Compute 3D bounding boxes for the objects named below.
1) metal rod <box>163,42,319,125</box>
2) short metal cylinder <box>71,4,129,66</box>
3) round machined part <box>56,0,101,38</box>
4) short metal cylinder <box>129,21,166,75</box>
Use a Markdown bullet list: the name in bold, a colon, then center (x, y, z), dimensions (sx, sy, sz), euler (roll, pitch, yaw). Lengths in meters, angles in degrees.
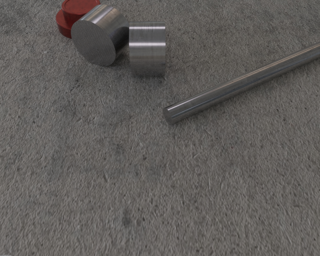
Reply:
- **metal rod**: center (0.140, -0.074, 0.466), dimensions (0.302, 0.025, 0.025), euler (-24, 54, -19)
- **short metal cylinder**: center (-0.091, -0.145, 0.489), dimensions (0.080, 0.080, 0.050), euler (21, 53, 16)
- **round machined part**: center (-0.140, -0.207, 0.565), dimensions (0.099, 0.042, 0.098), euler (0, 50, 0)
- **short metal cylinder**: center (-0.018, -0.119, 0.468), dimensions (0.050, 0.080, 0.080), euler (-1, 50, -1)
